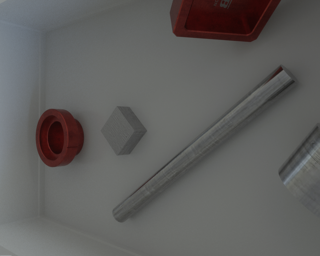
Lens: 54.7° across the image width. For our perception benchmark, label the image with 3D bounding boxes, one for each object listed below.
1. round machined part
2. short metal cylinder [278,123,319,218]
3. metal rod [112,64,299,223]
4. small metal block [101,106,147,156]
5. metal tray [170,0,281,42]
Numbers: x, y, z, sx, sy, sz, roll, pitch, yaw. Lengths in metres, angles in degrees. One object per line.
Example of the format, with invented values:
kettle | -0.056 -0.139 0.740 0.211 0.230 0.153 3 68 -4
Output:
round machined part | -0.168 0.016 0.531 0.098 0.042 0.097 0 90 39
short metal cylinder | 0.146 0.040 0.250 0.080 0.081 0.050 45 117 30
metal rod | 0.034 0.037 0.377 0.299 0.025 0.025 -44 64 30
small metal block | -0.053 0.004 0.448 0.050 0.025 0.050 52 120 27
metal tray | 0.067 -0.134 0.269 0.129 0.091 0.030 111 156 -59
